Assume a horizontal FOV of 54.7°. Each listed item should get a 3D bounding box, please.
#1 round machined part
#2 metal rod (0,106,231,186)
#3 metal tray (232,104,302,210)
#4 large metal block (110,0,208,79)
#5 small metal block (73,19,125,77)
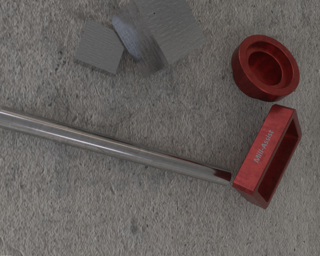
[{"bbox_3d":[0.145,-0.080,0.442,0.099,0.042,0.098,8,66,-18],"label":"round machined part"},{"bbox_3d":[-0.041,0.029,0.393,0.302,0.025,0.025,17,84,-20],"label":"metal rod"},{"bbox_3d":[0.156,0.043,0.439,0.130,0.030,0.090,-60,142,-10],"label":"metal tray"},{"bbox_3d":[0.001,-0.119,0.382,0.080,0.050,0.080,-39,104,-38],"label":"large metal block"},{"bbox_3d":[-0.073,-0.097,0.382,0.050,0.025,0.050,20,83,-19],"label":"small metal block"}]
